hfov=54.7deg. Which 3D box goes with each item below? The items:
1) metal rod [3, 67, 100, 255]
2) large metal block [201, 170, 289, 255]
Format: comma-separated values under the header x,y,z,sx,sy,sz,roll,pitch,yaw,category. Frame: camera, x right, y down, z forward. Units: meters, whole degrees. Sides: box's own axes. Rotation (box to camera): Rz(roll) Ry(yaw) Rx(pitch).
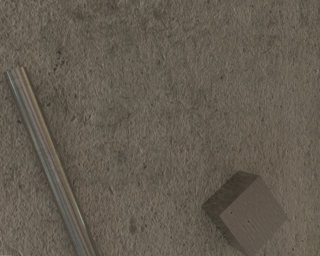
x,y,z,sx,sy,sz,roll,pitch,yaw,category
-0.115,0.075,0.367,0.025,0.025,0.298,-21,97,-19,metal rod
0.121,0.120,0.442,0.080,0.050,0.080,-39,103,-16,large metal block
